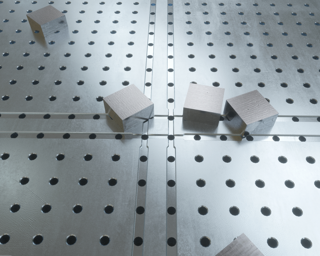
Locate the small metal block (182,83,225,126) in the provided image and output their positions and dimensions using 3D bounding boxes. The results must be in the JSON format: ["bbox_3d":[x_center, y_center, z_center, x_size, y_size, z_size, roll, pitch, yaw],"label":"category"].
[{"bbox_3d":[0.062,-0.034,0.437,0.050,0.025,0.050,11,51,9],"label":"small metal block"}]

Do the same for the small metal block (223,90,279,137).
[{"bbox_3d":[0.124,-0.021,0.426,0.050,0.025,0.050,-19,53,-15],"label":"small metal block"}]

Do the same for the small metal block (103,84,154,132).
[{"bbox_3d":[-0.043,-0.029,0.432,0.050,0.025,0.050,-30,56,-23],"label":"small metal block"}]

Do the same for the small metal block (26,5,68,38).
[{"bbox_3d":[-0.208,-0.199,0.574,0.050,0.025,0.050,-37,59,-27],"label":"small metal block"}]

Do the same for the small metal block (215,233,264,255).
[{"bbox_3d":[0.062,0.129,0.283,0.050,0.050,0.025,-29,56,-22],"label":"small metal block"}]
